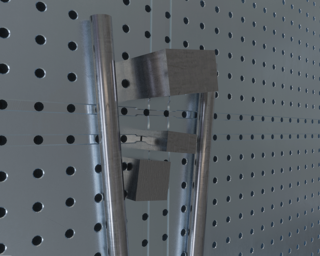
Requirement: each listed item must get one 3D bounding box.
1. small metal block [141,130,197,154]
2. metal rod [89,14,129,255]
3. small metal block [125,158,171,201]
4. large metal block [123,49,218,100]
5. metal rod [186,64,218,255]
[{"bbox_3d":[0.012,0.018,0.403,0.050,0.050,0.025,8,85,-40],"label":"small metal block"},{"bbox_3d":[-0.058,0.023,0.361,0.025,0.025,0.298,-7,94,-40],"label":"metal rod"},{"bbox_3d":[-0.016,0.066,0.397,0.050,0.025,0.050,10,84,-40],"label":"small metal block"},{"bbox_3d":[0.013,-0.065,0.385,0.081,0.080,0.050,-10,97,-40],"label":"large metal block"},{"bbox_3d":[0.063,0.051,0.462,0.025,0.025,0.298,8,85,-40],"label":"metal rod"}]
